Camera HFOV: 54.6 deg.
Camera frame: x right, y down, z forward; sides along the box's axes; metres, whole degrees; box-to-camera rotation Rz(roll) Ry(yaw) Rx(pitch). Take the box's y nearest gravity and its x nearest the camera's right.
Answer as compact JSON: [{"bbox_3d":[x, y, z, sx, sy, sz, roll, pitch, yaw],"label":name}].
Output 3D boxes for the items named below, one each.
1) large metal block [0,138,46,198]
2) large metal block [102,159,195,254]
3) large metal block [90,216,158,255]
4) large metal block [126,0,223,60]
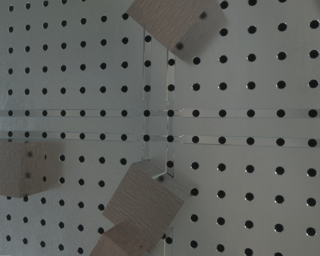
[{"bbox_3d":[-0.229,0.059,0.481,0.080,0.050,0.080,4,91,20],"label":"large metal block"},{"bbox_3d":[-0.015,0.099,0.405,0.080,0.050,0.080,34,101,17],"label":"large metal block"},{"bbox_3d":[-0.053,0.171,0.403,0.050,0.080,0.080,34,101,17],"label":"large metal block"},{"bbox_3d":[0.019,-0.147,0.393,0.080,0.050,0.080,45,104,14],"label":"large metal block"}]
